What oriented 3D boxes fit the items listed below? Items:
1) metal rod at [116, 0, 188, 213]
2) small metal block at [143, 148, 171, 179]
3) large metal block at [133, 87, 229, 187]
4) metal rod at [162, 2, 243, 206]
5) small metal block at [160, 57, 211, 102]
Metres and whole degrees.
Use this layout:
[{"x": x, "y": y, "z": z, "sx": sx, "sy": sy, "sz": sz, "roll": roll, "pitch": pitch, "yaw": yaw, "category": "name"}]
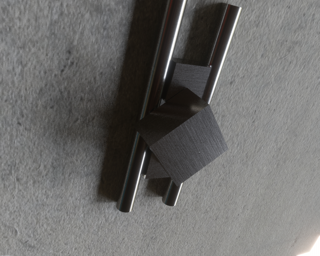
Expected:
[{"x": -0.016, "y": -0.016, "z": 0.392, "sx": 0.025, "sy": 0.025, "sz": 0.298, "roll": 1, "pitch": 118, "yaw": -29, "category": "metal rod"}, {"x": 0.002, "y": 0.043, "z": 0.436, "sx": 0.050, "sy": 0.025, "sz": 0.050, "roll": 1, "pitch": 118, "yaw": -29, "category": "small metal block"}, {"x": 0.027, "y": 0.012, "z": 0.381, "sx": 0.080, "sy": 0.050, "sz": 0.080, "roll": -35, "pitch": 129, "yaw": -5, "category": "large metal block"}, {"x": 0.051, "y": -0.015, "z": 0.429, "sx": 0.025, "sy": 0.025, "sz": 0.298, "roll": 1, "pitch": 118, "yaw": -29, "category": "metal rod"}, {"x": 0.030, "y": -0.059, "z": 0.388, "sx": 0.050, "sy": 0.025, "sz": 0.050, "roll": 1, "pitch": 118, "yaw": -29, "category": "small metal block"}]
